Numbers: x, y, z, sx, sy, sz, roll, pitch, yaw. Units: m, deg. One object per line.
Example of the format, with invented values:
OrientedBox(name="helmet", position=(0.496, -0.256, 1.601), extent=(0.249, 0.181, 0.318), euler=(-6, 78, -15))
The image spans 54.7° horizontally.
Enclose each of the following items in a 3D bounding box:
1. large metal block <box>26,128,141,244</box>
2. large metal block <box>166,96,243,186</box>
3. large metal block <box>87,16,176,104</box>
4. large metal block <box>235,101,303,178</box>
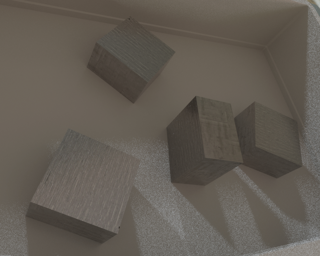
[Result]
OrientedBox(name="large metal block", position=(-0.075, 0.059, 0.313), extent=(0.080, 0.050, 0.080), euler=(25, 53, -13))
OrientedBox(name="large metal block", position=(0.051, 0.019, 0.386), extent=(0.050, 0.080, 0.080), euler=(10, 58, -23))
OrientedBox(name="large metal block", position=(-0.039, -0.094, 0.426), extent=(0.080, 0.050, 0.080), euler=(38, 51, -3))
OrientedBox(name="large metal block", position=(0.159, 0.019, 0.463), extent=(0.080, 0.050, 0.080), euler=(22, 54, -15))
